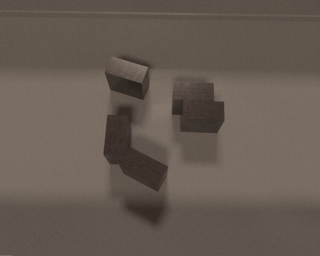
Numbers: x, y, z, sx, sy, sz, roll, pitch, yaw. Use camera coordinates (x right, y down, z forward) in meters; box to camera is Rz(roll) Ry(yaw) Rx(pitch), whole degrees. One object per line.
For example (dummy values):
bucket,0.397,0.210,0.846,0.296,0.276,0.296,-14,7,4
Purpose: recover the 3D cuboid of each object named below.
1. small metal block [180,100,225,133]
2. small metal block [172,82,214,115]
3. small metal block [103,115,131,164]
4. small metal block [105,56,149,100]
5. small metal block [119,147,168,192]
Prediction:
small metal block,0.053,-0.014,0.402,0.050,0.050,0.025,2,71,0
small metal block,0.042,-0.038,0.411,0.050,0.050,0.025,2,70,0
small metal block,-0.052,0.016,0.390,0.025,0.050,0.050,2,70,0
small metal block,-0.043,-0.066,0.420,0.050,0.050,0.025,18,71,6
small metal block,-0.019,0.052,0.377,0.050,0.050,0.025,27,72,9
